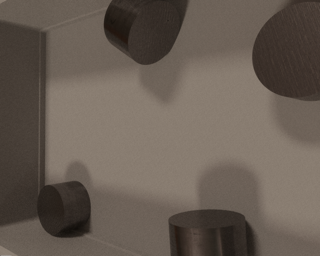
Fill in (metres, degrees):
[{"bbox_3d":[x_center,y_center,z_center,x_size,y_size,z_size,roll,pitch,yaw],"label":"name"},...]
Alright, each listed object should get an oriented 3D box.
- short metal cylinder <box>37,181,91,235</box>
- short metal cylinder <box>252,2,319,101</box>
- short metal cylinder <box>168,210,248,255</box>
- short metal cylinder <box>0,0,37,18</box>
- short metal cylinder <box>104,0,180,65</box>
[{"bbox_3d":[-0.162,0.132,0.521,0.080,0.050,0.079,0,90,39],"label":"short metal cylinder"},{"bbox_3d":[0.132,-0.066,0.281,0.080,0.050,0.079,0,90,39],"label":"short metal cylinder"},{"bbox_3d":[0.051,0.120,0.328,0.080,0.081,0.050,-6,86,39],"label":"short metal cylinder"},{"bbox_3d":[-0.285,-0.255,0.605,0.080,0.081,0.050,-7,86,39],"label":"short metal cylinder"},{"bbox_3d":[-0.022,-0.126,0.387,0.050,0.081,0.079,40,114,32],"label":"short metal cylinder"}]
